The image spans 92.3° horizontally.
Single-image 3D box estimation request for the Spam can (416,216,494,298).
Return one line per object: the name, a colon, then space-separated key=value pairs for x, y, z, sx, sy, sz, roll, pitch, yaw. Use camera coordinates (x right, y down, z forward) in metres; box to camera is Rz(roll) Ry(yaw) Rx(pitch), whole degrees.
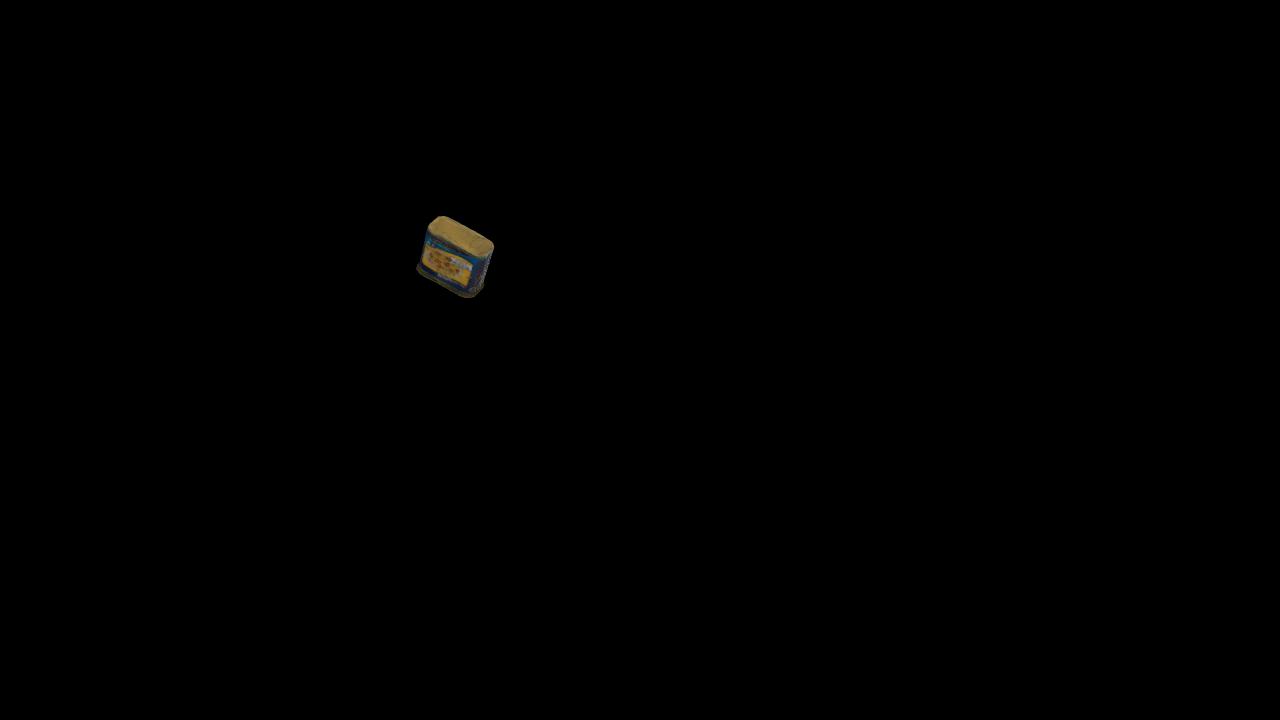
Spam can: x=-0.281 y=-0.158 z=0.940 sx=0.101 sy=0.085 sz=0.058 roll=28 pitch=42 yaw=-4
